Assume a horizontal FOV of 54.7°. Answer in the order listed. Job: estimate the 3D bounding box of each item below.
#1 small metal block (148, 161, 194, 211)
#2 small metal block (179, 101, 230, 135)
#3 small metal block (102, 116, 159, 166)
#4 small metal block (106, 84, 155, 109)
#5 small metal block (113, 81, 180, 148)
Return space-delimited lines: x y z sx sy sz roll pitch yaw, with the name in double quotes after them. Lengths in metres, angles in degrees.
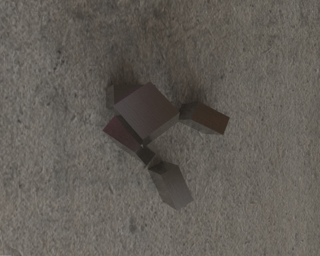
0.013 0.073 0.402 0.025 0.050 0.050 -27 99 -18 "small metal block"
0.056 -0.012 0.418 0.050 0.050 0.025 24 82 -19 "small metal block"
-0.034 0.015 0.373 0.050 0.050 0.025 31 76 24 "small metal block"
-0.037 -0.038 0.383 0.050 0.050 0.025 -3 91 -20 "small metal block"
-0.015 -0.015 0.340 0.050 0.025 0.050 -37 72 -17 "small metal block"
